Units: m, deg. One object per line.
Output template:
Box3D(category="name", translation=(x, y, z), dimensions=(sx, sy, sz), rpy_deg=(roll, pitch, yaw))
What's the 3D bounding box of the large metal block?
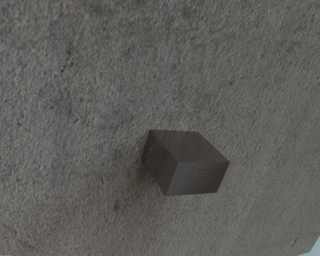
Box3D(category="large metal block", translation=(0.032, 0.044, 0.418), dimensions=(0.081, 0.080, 0.050), rpy_deg=(4, 117, -31))
